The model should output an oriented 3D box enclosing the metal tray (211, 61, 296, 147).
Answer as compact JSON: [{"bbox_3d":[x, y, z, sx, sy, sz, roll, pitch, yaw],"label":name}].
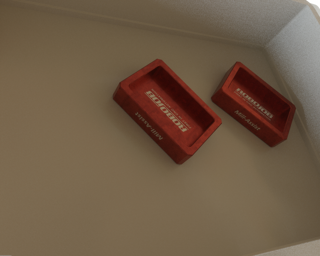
[{"bbox_3d":[0.157,-0.041,0.511,0.130,0.030,0.090,38,51,-3],"label":"metal tray"}]

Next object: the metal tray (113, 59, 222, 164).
[{"bbox_3d":[0.012,-0.026,0.424,0.130,0.030,0.091,45,51,3],"label":"metal tray"}]
